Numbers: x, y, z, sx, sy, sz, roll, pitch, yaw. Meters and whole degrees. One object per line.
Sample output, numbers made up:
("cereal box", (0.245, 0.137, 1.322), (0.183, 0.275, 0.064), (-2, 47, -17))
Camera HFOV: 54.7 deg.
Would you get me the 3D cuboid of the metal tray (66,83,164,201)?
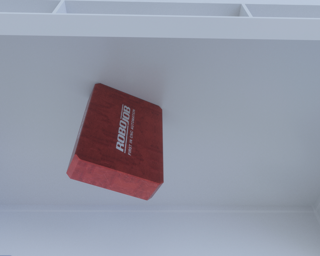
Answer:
("metal tray", (-0.043, 0.010, 0.348), (0.091, 0.130, 0.030), (20, 127, -17))
